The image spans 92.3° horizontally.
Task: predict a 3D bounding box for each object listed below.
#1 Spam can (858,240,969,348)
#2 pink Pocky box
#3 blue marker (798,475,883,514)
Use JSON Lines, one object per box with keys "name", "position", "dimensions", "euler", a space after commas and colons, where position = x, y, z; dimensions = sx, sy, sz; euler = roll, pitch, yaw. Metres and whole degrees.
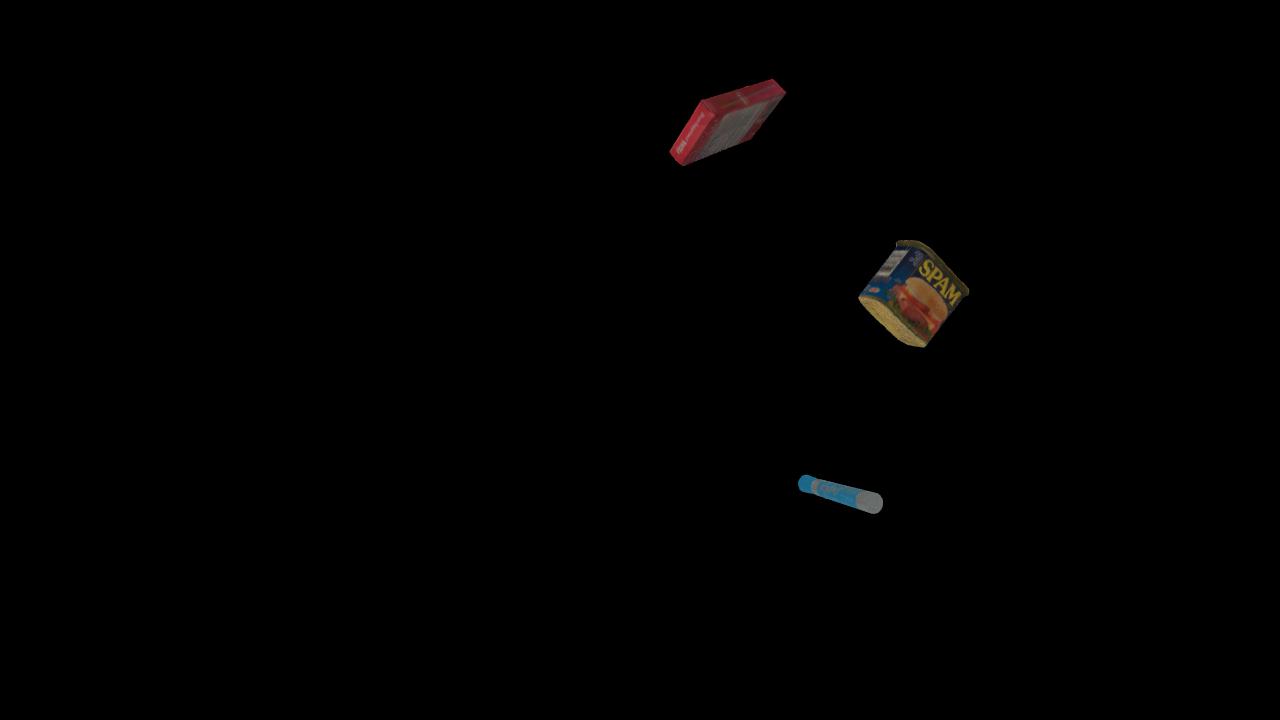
{"name": "Spam can", "position": [0.322, -0.077, 0.730], "dimensions": [0.101, 0.085, 0.058], "euler": [39, -1, -17]}
{"name": "pink Pocky box", "position": [0.111, -0.299, 0.770], "dimensions": [0.155, 0.029, 0.084], "euler": [-33, -9, -36]}
{"name": "blue marker", "position": [0.190, 0.128, 0.598], "dimensions": [0.020, 0.020, 0.121], "euler": [0, -2, -15]}
